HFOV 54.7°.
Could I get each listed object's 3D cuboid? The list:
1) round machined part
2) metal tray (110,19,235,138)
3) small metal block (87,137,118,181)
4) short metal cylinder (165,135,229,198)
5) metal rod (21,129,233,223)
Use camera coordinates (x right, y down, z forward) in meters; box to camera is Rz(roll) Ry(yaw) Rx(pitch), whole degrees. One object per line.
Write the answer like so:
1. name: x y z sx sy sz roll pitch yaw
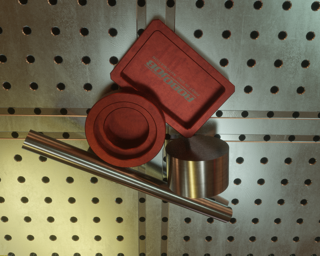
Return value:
1. round machined part: -0.041 -0.002 0.394 0.099 0.042 0.097 0 110 1
2. metal tray: 0.016 -0.060 0.388 0.130 0.030 0.090 38 105 -13
3. small metal block: -0.076 0.040 0.427 0.050 0.025 0.050 27 108 -10
4. short metal cylinder: 0.048 0.047 0.401 0.081 0.080 0.050 -4 110 1
5. metal rod: -0.030 0.072 0.418 0.302 0.025 0.025 24 108 -18
